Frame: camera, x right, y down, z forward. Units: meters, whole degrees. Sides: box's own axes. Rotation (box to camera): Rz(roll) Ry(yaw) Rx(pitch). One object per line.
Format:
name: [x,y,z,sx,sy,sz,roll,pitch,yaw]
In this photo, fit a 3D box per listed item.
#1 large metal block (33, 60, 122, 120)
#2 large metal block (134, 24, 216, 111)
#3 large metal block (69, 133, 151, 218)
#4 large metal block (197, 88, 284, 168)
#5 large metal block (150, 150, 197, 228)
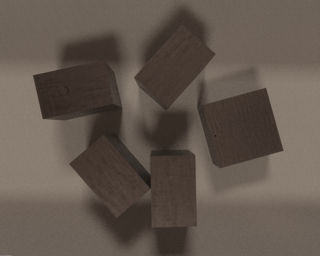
large metal block: [-0.096,-0.043,0.383,0.080,0.080,0.050,-12,90,0]
large metal block: [0.016,-0.070,0.384,0.050,0.080,0.080,42,90,-1]
large metal block: [-0.056,0.053,0.383,0.050,0.080,0.080,-41,90,0]
large metal block: [0.101,0.000,0.400,0.080,0.050,0.080,-15,90,-1]
large metal block: [0.015,0.070,0.384,0.050,0.080,0.079,-1,90,-1]
